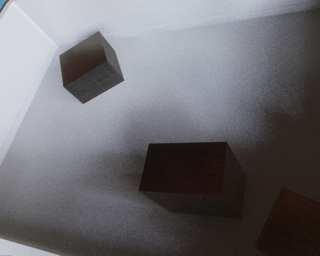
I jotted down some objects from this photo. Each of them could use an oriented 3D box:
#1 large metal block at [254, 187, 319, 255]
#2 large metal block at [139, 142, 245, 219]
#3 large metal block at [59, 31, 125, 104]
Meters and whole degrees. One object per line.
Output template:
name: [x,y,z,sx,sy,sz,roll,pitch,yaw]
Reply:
large metal block: [0.130,0.097,0.243,0.080,0.080,0.050,21,73,36]
large metal block: [0.037,0.055,0.317,0.080,0.080,0.050,-3,61,27]
large metal block: [-0.114,-0.099,0.511,0.080,0.050,0.080,-28,52,10]
